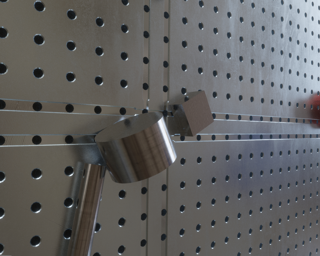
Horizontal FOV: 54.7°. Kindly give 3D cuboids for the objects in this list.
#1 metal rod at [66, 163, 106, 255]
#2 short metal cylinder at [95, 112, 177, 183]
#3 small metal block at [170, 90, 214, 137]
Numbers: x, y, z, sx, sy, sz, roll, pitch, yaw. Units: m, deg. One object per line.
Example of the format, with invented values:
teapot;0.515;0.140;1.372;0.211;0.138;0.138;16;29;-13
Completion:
metal rod;-0.096;0.187;0.330;0.025;0.025;0.298;16;80;-39
short metal cylinder;-0.027;0.020;0.353;0.081;0.080;0.050;-31;110;-36
small metal block;0.047;-0.021;0.451;0.050;0.025;0.050;-33;111;-35
